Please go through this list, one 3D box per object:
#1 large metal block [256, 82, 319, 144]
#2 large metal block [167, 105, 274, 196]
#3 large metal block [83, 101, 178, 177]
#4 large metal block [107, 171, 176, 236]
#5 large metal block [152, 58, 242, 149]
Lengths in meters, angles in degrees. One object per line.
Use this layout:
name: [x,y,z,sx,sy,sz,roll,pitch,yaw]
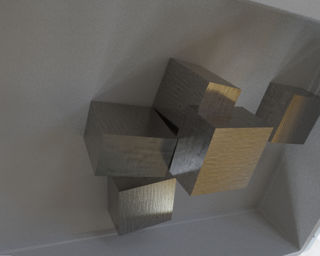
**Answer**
large metal block: [0.203,-0.022,0.493,0.081,0.050,0.079,4,117,-31]
large metal block: [0.064,0.022,0.338,0.081,0.050,0.079,-1,119,-32]
large metal block: [-0.038,0.012,0.357,0.081,0.080,0.050,5,116,-26]
large metal block: [-0.028,0.095,0.438,0.081,0.050,0.079,-10,123,-24]
large metal block: [0.039,-0.030,0.376,0.050,0.080,0.079,7,115,-35]
